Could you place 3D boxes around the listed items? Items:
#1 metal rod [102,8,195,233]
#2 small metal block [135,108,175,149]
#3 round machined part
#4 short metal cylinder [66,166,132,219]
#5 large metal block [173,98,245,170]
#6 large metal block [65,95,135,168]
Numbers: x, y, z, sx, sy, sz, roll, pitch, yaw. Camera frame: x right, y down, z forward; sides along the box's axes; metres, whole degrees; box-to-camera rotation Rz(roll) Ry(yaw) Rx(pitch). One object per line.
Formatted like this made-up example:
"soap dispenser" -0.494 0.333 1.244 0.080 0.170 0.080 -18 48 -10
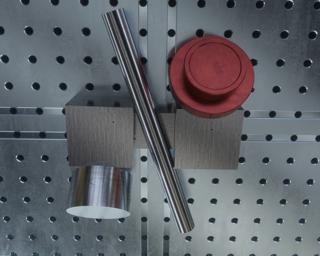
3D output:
"metal rod" -0.008 0.006 0.388 0.025 0.025 0.298 -16 110 6
"small metal block" -0.006 0.000 0.414 0.050 0.025 0.050 1 110 -1
"round machined part" 0.060 -0.063 0.355 0.099 0.042 0.098 0 75 -1
"short metal cylinder" -0.078 0.087 0.408 0.080 0.050 0.080 1 153 1
"large metal block" 0.059 0.007 0.404 0.081 0.050 0.079 1 110 -1
"large metal block" -0.073 0.003 0.401 0.081 0.050 0.079 2 110 -1
